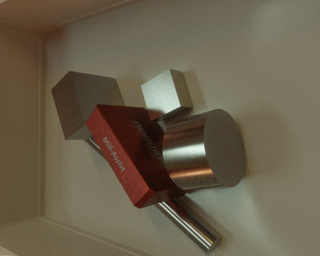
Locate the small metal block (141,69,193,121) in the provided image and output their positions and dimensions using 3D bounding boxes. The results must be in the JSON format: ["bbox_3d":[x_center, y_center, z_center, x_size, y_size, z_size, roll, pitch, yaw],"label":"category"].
[{"bbox_3d":[0.008,-0.041,0.395,0.050,0.025,0.050,-25,75,37],"label":"small metal block"}]

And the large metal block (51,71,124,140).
[{"bbox_3d":[-0.099,-0.030,0.448,0.050,0.081,0.080,-33,70,35],"label":"large metal block"}]

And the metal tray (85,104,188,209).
[{"bbox_3d":[-0.022,0.028,0.378,0.030,0.091,0.130,-51,61,27],"label":"metal tray"}]

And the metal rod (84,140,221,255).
[{"bbox_3d":[-0.040,0.062,0.436,0.300,0.025,0.025,35,112,34],"label":"metal rod"}]

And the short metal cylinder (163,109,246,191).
[{"bbox_3d":[0.048,0.024,0.328,0.050,0.081,0.080,-15,81,40],"label":"short metal cylinder"}]
